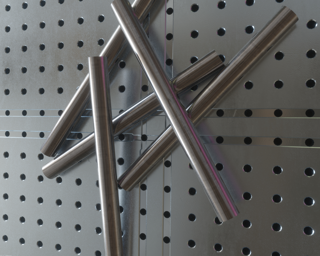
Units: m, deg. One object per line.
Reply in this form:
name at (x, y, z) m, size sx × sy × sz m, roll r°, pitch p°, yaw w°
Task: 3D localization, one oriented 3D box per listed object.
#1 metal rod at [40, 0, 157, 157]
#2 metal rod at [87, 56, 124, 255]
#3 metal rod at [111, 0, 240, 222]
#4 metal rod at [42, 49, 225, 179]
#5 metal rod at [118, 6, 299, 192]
metal rod at (-0.085, -0.082, 0.441) m, size 0.025 × 0.025 × 0.299 m, roll 39°, pitch 102°, yaw 15°
metal rod at (-0.071, 0.057, 0.416) m, size 0.025 × 0.025 × 0.298 m, roll -1°, pitch 97°, yaw 19°
metal rod at (0.014, -0.030, 0.379) m, size 0.025 × 0.025 × 0.299 m, roll -29°, pitch 81°, yaw 17°
metal rod at (-0.047, -0.011, 0.428) m, size 0.300 × 0.025 × 0.025 m, roll -32°, pitch 80°, yaw 16°
metal rod at (0.051, -0.027, 0.394) m, size 0.299 × 0.025 × 0.025 m, roll -47°, pitch 76°, yaw 13°
